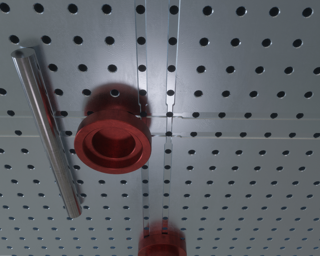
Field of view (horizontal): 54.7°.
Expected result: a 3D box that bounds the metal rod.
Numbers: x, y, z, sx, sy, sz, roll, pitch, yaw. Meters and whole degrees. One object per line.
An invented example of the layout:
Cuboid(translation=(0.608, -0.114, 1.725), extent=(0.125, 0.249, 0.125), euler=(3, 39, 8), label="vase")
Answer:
Cuboid(translation=(-0.148, 0.031, 0.436), extent=(0.025, 0.025, 0.298), euler=(-1, 130, 0), label="metal rod")

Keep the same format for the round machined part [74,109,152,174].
Cuboid(translation=(-0.060, 0.014, 0.412), extent=(0.099, 0.042, 0.097), euler=(0, 130, 0), label="round machined part")

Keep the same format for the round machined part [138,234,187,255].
Cuboid(translation=(0.005, 0.257, 0.619), extent=(0.099, 0.042, 0.097), euler=(0, 130, 0), label="round machined part")
